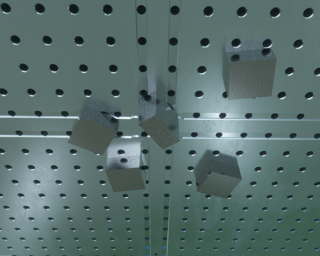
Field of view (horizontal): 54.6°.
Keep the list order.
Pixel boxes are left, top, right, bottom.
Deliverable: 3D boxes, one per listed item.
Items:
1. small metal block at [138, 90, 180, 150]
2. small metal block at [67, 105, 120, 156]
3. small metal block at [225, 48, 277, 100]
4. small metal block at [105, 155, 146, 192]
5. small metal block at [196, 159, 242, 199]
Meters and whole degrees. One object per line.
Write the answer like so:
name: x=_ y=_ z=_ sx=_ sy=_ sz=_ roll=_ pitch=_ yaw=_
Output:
small metal block: x=0.000 y=-0.010 z=0.386 sx=0.025 sy=0.050 sz=0.050 roll=-28 pitch=125 yaw=22
small metal block: x=-0.089 y=0.004 z=0.414 sx=0.050 sy=0.025 sz=0.050 roll=23 pitch=126 yaw=-19
small metal block: x=0.103 y=-0.062 z=0.360 sx=0.050 sy=0.025 sz=0.050 roll=-5 pitch=130 yaw=4
small metal block: x=-0.051 y=0.070 z=0.470 sx=0.050 sy=0.025 sz=0.050 roll=-7 pitch=130 yaw=5
small metal block: x=0.090 y=0.080 z=0.480 sx=0.050 sy=0.025 sz=0.050 roll=16 pitch=128 yaw=-14
